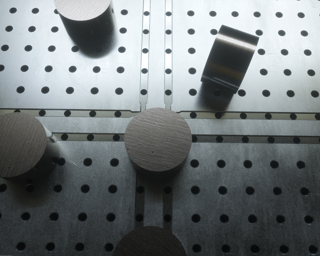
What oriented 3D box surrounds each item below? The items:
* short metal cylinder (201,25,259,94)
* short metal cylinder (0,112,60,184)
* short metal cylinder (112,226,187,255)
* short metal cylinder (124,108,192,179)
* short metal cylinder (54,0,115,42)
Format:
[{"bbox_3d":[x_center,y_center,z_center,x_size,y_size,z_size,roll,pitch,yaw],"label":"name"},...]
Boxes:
[{"bbox_3d":[0.093,-0.092,0.417,0.050,0.080,0.080,22,71,7],"label":"short metal cylinder"},{"bbox_3d":[-0.174,0.027,0.387,0.081,0.050,0.080,0,70,0],"label":"short metal cylinder"},{"bbox_3d":[-0.011,0.151,0.343,0.081,0.050,0.080,0,70,-1],"label":"short metal cylinder"},{"bbox_3d":[-0.002,0.021,0.391,0.081,0.050,0.080,0,70,0],"label":"short metal cylinder"},{"bbox_3d":[-0.110,-0.176,0.462,0.081,0.050,0.080,0,70,0],"label":"short metal cylinder"}]
